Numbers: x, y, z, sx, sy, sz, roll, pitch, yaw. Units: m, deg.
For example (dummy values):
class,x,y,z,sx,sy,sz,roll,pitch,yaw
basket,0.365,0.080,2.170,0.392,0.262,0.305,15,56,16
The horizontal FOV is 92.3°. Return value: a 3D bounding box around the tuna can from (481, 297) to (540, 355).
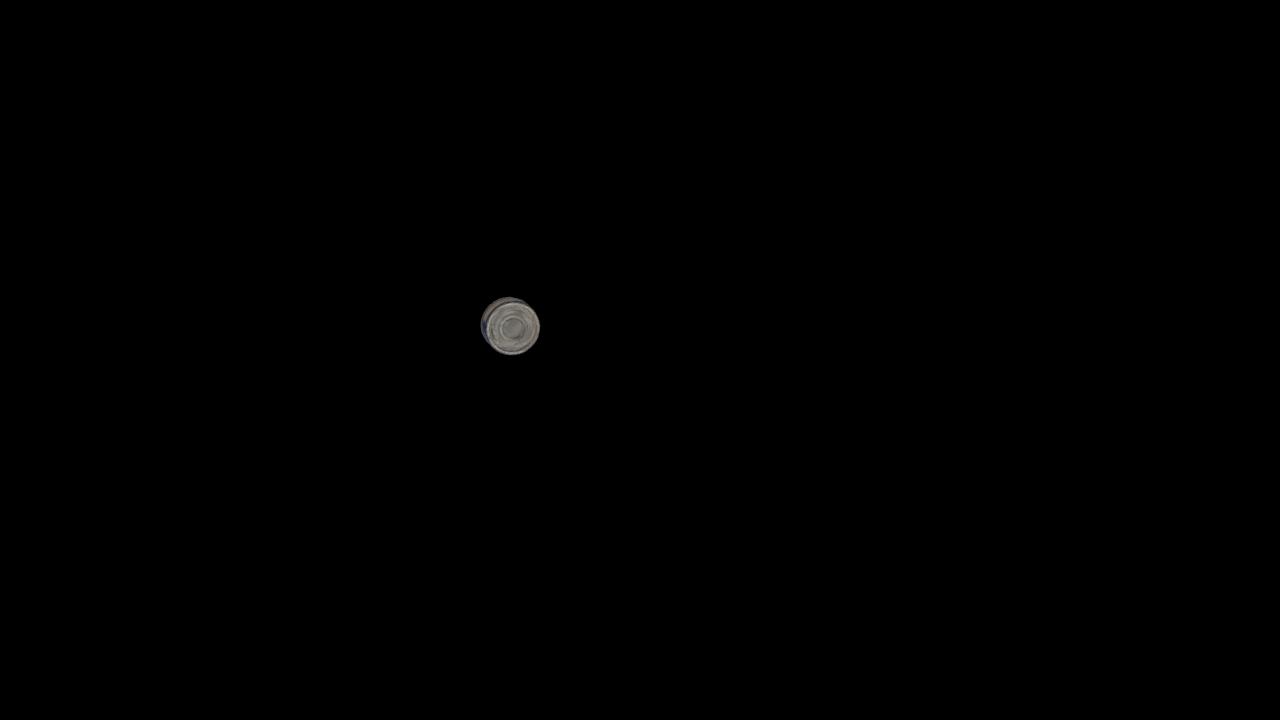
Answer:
class,x,y,z,sx,sy,sz,roll,pitch,yaw
tuna can,-0.193,-0.050,0.919,0.084,0.084,0.034,0,16,-26
